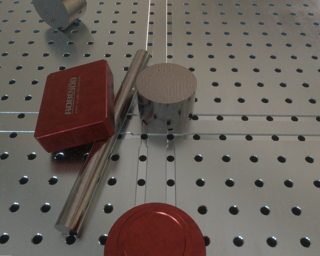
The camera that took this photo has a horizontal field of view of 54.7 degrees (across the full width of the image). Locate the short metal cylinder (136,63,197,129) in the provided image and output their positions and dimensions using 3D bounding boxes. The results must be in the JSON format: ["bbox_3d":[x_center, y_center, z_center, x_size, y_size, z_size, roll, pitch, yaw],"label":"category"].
[{"bbox_3d":[0.009,-0.045,0.429,0.080,0.050,0.080,0,50,0],"label":"short metal cylinder"}]

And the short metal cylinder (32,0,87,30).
[{"bbox_3d":[-0.182,-0.227,0.561,0.080,0.080,0.050,22,54,17],"label":"short metal cylinder"}]

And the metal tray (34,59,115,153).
[{"bbox_3d":[-0.109,-0.034,0.413,0.090,0.030,0.130,-14,46,4],"label":"metal tray"}]

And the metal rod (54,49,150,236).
[{"bbox_3d":[-0.062,-0.007,0.412,0.025,0.025,0.300,10,51,8],"label":"metal rod"}]

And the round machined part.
[{"bbox_3d":[-0.005,0.116,0.299,0.099,0.042,0.098,0,50,0],"label":"round machined part"}]
